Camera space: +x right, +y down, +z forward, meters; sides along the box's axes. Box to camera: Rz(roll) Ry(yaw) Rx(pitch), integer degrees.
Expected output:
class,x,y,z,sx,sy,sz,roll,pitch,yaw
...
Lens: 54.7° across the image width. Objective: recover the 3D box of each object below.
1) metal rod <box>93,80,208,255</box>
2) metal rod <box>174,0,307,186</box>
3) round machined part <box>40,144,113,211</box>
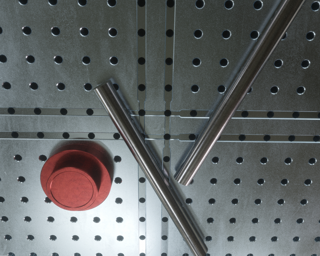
class,x,y,z,sx,sy,sz,roll,pitch,yaw
metal rod,-0.005,0.070,0.438,0.025,0.025,0.299,-26,108,9
metal rod,0.100,-0.050,0.396,0.025,0.025,0.298,26,108,-10
round machined part,-0.117,0.075,0.431,0.099,0.042,0.097,0,110,-1
